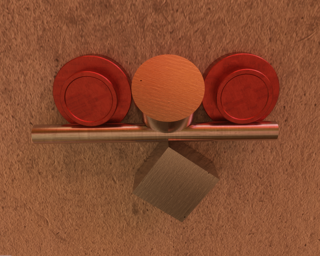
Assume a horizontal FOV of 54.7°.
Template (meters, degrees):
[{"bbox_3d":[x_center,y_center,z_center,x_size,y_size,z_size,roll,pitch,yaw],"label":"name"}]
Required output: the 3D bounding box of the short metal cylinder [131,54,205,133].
[{"bbox_3d":[0.009,-0.038,0.364,0.080,0.050,0.080,0,75,0],"label":"short metal cylinder"}]

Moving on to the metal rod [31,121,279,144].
[{"bbox_3d":[-0.006,0.006,0.390,0.302,0.025,0.025,-1,110,0],"label":"metal rod"}]

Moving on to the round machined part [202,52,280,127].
[{"bbox_3d":[0.101,-0.043,0.387,0.099,0.042,0.097,0,110,0],"label":"round machined part"}]

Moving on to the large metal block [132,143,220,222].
[{"bbox_3d":[0.020,0.066,0.420,0.080,0.050,0.080,34,107,-12],"label":"large metal block"}]

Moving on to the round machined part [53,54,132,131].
[{"bbox_3d":[-0.084,-0.040,0.385,0.099,0.042,0.097,0,110,0],"label":"round machined part"}]
